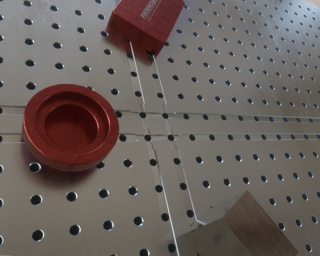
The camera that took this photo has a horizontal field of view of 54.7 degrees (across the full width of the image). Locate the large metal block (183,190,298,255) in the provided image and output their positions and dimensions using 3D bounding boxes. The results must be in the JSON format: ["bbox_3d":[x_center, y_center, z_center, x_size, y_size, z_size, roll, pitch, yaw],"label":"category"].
[{"bbox_3d":[0.085,0.126,0.341,0.050,0.080,0.080,-32,80,-38],"label":"large metal block"}]

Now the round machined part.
[{"bbox_3d":[-0.099,0.003,0.342,0.099,0.042,0.098,14,56,-21],"label":"round machined part"}]

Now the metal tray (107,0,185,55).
[{"bbox_3d":[-0.018,-0.189,0.510,0.090,0.030,0.130,29,52,-10],"label":"metal tray"}]
